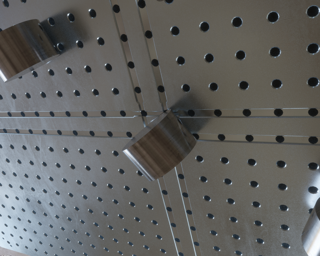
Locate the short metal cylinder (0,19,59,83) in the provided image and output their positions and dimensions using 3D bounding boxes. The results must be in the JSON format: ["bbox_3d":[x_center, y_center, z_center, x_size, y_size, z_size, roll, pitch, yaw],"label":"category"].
[{"bbox_3d":[-0.183,-0.101,0.409,0.080,0.080,0.050,-17,109,35],"label":"short metal cylinder"}]

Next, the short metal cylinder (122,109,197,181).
[{"bbox_3d":[-0.001,0.021,0.389,0.050,0.080,0.080,50,129,-7],"label":"short metal cylinder"}]

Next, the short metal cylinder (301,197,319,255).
[{"bbox_3d":[0.205,0.118,0.340,0.080,0.080,0.050,16,125,19],"label":"short metal cylinder"}]
